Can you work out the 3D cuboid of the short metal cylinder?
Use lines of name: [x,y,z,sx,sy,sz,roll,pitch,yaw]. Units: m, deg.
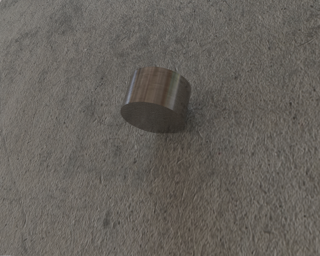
short metal cylinder: [-0.004,-0.033,0.392,0.080,0.080,0.050,-1,62,27]
